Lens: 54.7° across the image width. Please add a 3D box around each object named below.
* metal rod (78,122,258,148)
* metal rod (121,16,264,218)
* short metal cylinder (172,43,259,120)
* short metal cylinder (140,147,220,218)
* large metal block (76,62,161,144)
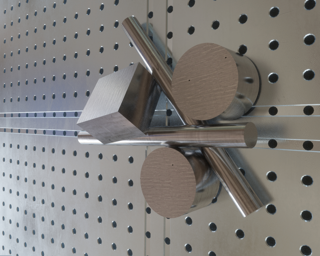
[{"bbox_3d":[-0.019,0.011,0.398,0.300,0.025,0.025,-2,89,46],"label":"metal rod"},{"bbox_3d":[0.027,-0.030,0.382,0.025,0.025,0.299,-45,63,30],"label":"metal rod"},{"bbox_3d":[0.060,-0.048,0.339,0.080,0.050,0.079,0,90,40],"label":"short metal cylinder"},{"bbox_3d":[0.023,0.061,0.369,0.080,0.050,0.079,0,90,40],"label":"short metal cylinder"},{"bbox_3d":[-0.052,-0.030,0.407,0.080,0.050,0.080,-13,47,39],"label":"large metal block"}]
